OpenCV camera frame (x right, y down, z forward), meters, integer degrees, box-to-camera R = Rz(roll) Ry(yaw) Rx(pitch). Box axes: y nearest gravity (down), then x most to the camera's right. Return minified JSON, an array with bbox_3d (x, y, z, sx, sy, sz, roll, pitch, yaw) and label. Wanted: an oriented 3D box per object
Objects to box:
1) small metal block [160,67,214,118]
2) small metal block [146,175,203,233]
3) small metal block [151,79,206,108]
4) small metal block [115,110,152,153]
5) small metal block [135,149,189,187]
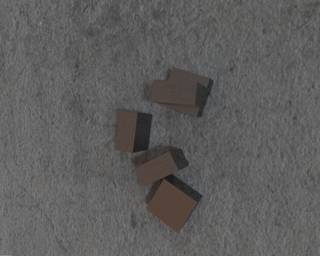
[{"bbox_3d":[0.035,-0.045,0.396,0.050,0.025,0.050,21,97,18],"label":"small metal block"},{"bbox_3d":[0.019,0.096,0.399,0.050,0.025,0.050,34,107,16],"label":"small metal block"},{"bbox_3d":[0.023,-0.039,0.360,0.050,0.050,0.025,6,92,19],"label":"small metal block"},{"bbox_3d":[-0.034,0.004,0.407,0.025,0.050,0.050,8,93,19],"label":"small metal block"},{"bbox_3d":[0.004,0.050,0.394,0.050,0.050,0.025,-28,81,17],"label":"small metal block"}]
